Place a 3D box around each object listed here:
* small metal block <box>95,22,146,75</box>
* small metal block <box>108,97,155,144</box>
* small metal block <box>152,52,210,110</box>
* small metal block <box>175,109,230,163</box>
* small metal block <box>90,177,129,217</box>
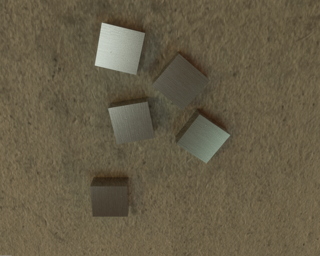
[{"bbox_3d":[-0.047,-0.096,0.374,0.050,0.025,0.050,12,110,-5],"label":"small metal block"},{"bbox_3d":[-0.036,-0.010,0.406,0.050,0.025,0.050,-10,110,3],"label":"small metal block"},{"bbox_3d":[0.025,-0.059,0.388,0.050,0.025,0.050,38,105,-13],"label":"small metal block"},{"bbox_3d":[0.056,0.011,0.415,0.050,0.025,0.050,33,106,-12],"label":"small metal block"},{"bbox_3d":[-0.071,0.099,0.445,0.050,0.025,0.050,0,110,-1],"label":"small metal block"}]
